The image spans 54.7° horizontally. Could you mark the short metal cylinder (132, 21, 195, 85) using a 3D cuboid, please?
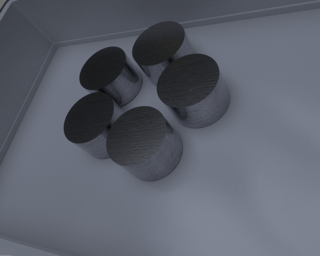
[{"bbox_3d":[0.007,-0.107,0.449,0.080,0.050,0.080,-13,56,21],"label":"short metal cylinder"}]

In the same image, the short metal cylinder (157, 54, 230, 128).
[{"bbox_3d":[0.043,-0.047,0.393,0.080,0.050,0.080,-13,56,21],"label":"short metal cylinder"}]

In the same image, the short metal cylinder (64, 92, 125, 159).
[{"bbox_3d":[-0.086,-0.003,0.434,0.080,0.050,0.080,-13,56,21],"label":"short metal cylinder"}]

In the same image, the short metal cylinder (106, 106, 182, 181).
[{"bbox_3d":[-0.019,0.020,0.385,0.080,0.050,0.080,-13,56,21],"label":"short metal cylinder"}]

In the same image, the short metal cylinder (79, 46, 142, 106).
[{"bbox_3d":[-0.074,-0.077,0.474,0.080,0.050,0.080,-13,56,21],"label":"short metal cylinder"}]
